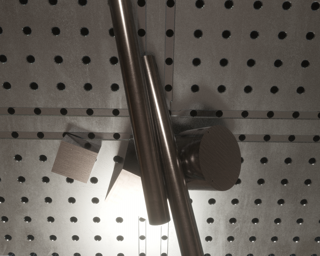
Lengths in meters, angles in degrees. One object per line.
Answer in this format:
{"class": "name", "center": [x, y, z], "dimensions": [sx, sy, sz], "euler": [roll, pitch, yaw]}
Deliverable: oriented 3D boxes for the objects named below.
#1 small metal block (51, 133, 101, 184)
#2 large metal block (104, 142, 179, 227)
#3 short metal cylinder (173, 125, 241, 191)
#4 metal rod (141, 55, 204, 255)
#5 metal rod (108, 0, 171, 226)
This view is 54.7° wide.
{"class": "small metal block", "center": [-0.115, 0.042, 0.427], "dimensions": [0.050, 0.025, 0.050], "euler": [21, 109, -8]}
{"class": "large metal block", "center": [-0.020, 0.072, 0.410], "dimensions": [0.080, 0.080, 0.050], "euler": [26, 108, -10]}
{"class": "short metal cylinder", "center": [0.058, 0.039, 0.392], "dimensions": [0.050, 0.080, 0.080], "euler": [-12, 117, 48]}
{"class": "metal rod", "center": [0.016, 0.058, 0.361], "dimensions": [0.025, 0.025, 0.299], "euler": [-14, 81, 5]}
{"class": "metal rod", "center": [-0.027, -0.040, 0.349], "dimensions": [0.025, 0.025, 0.298], "euler": [-10, 92, 3]}
